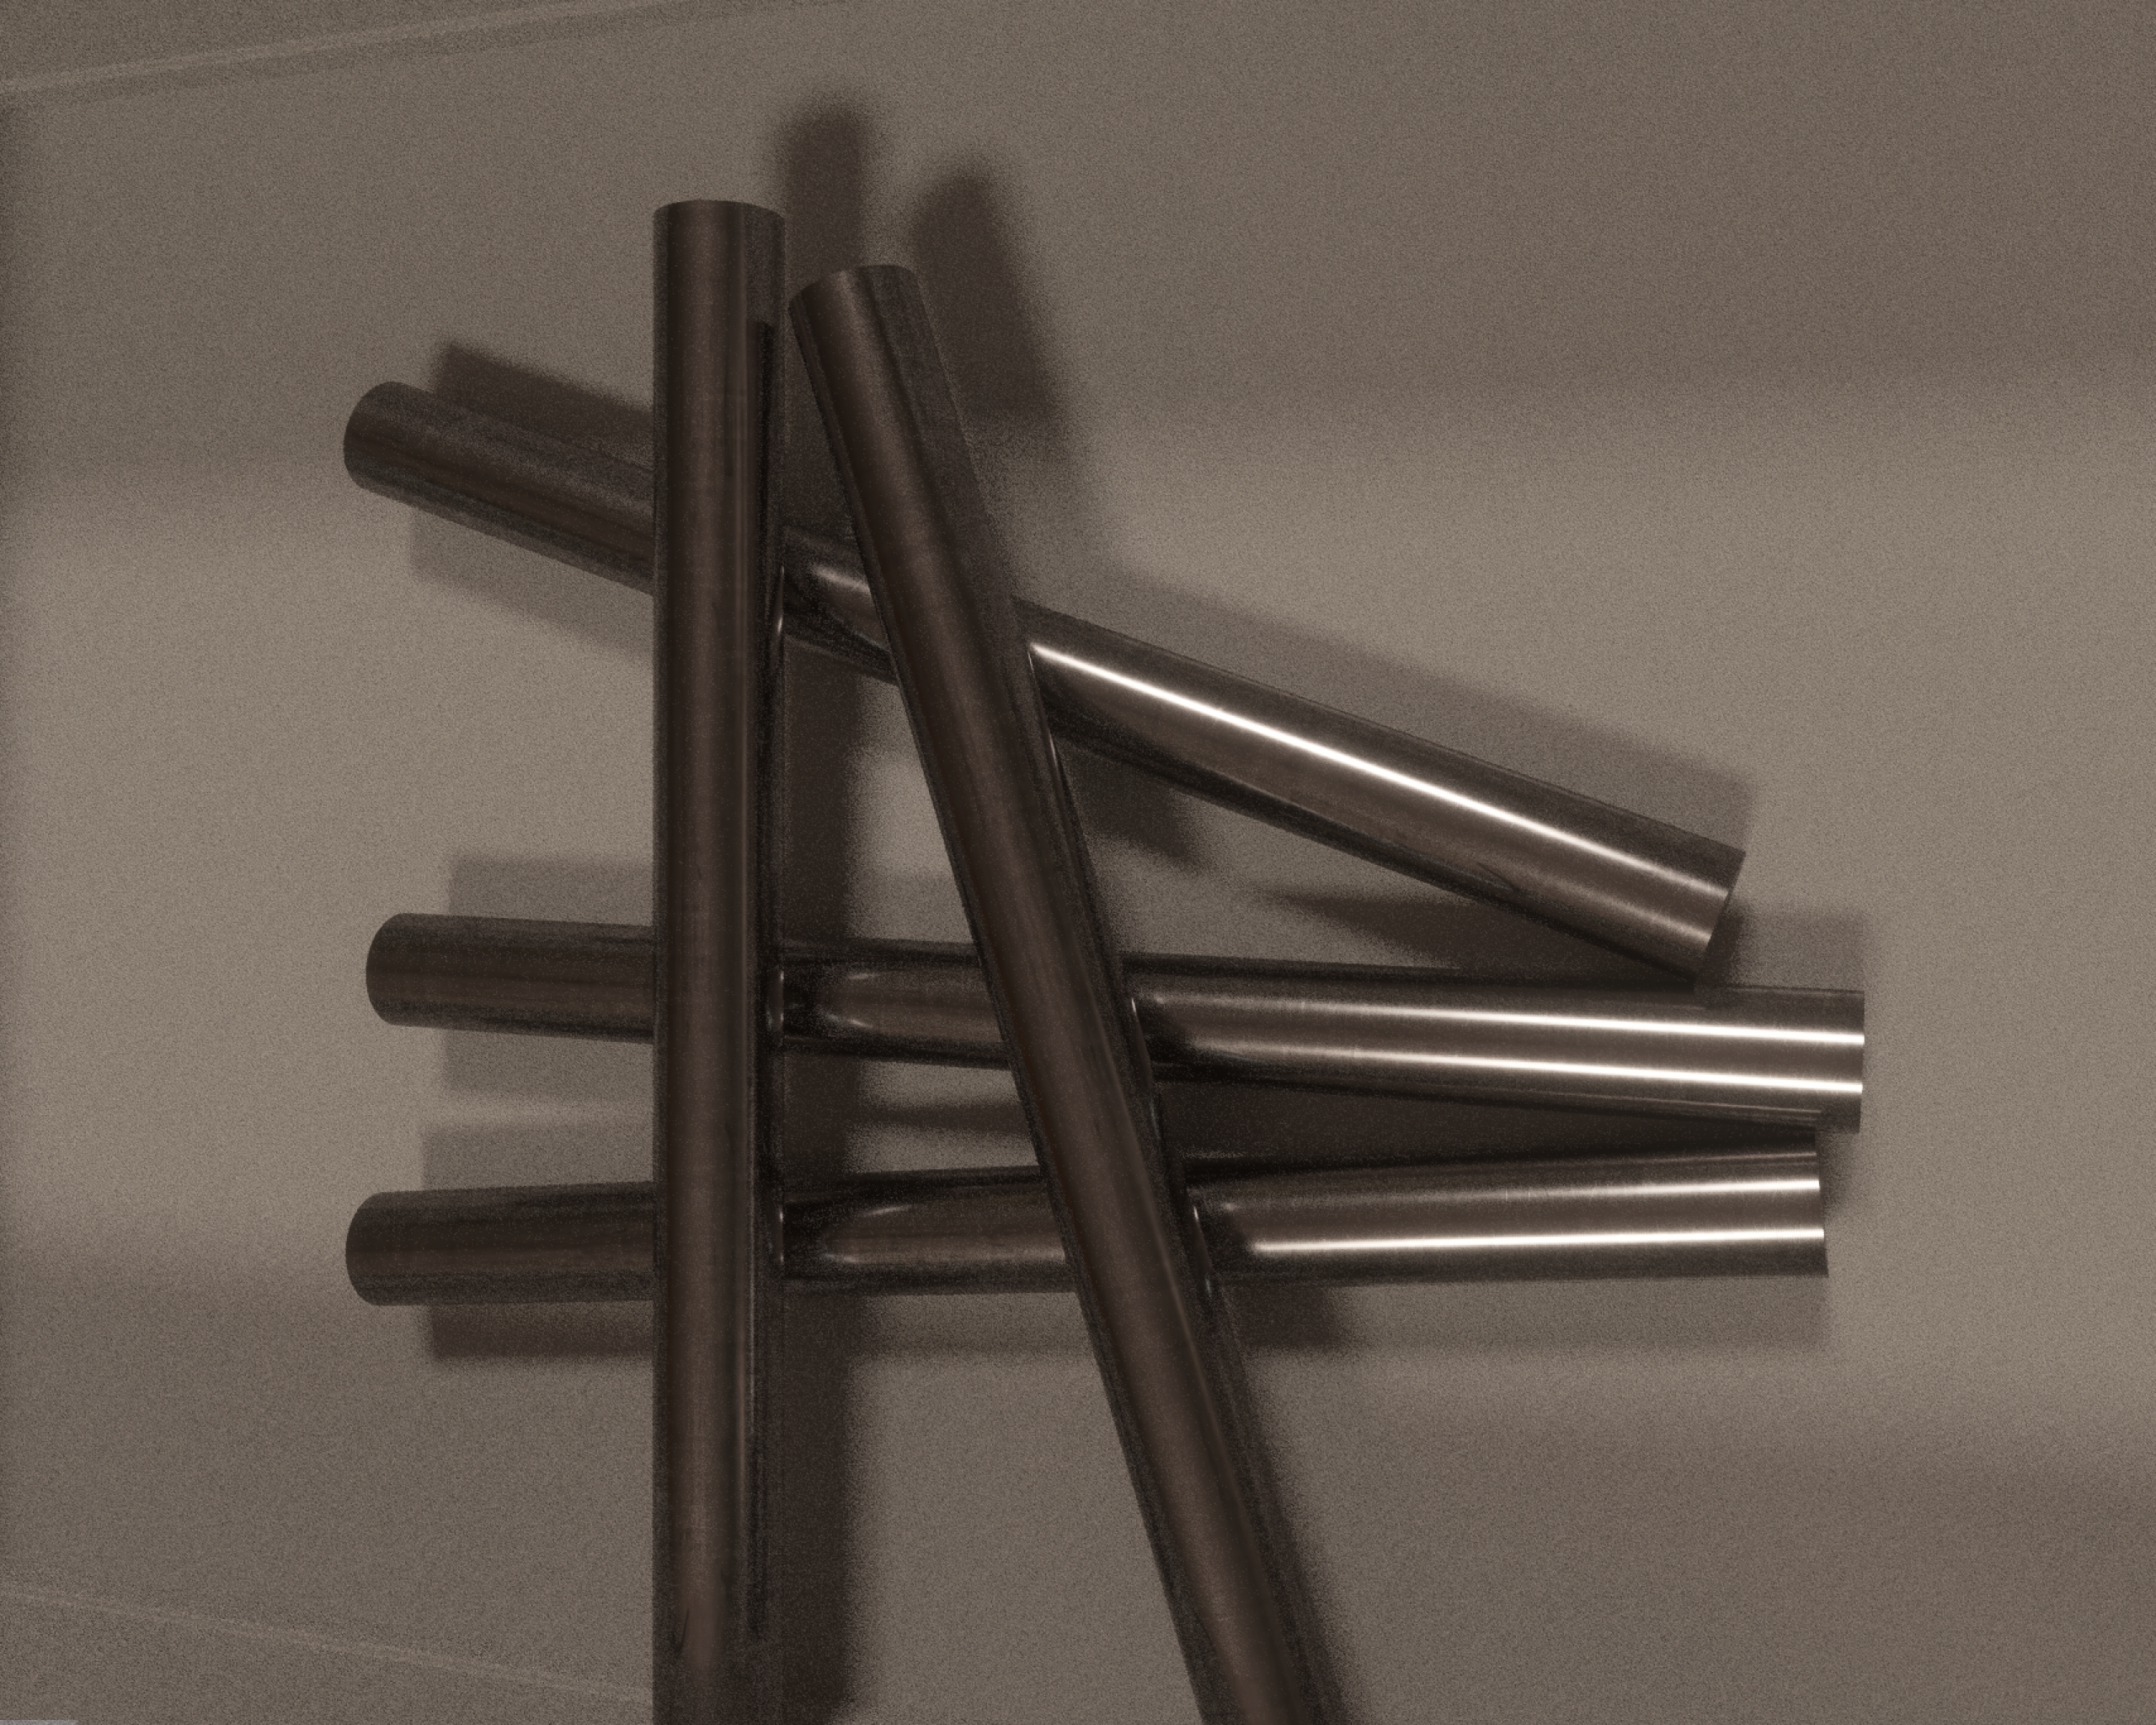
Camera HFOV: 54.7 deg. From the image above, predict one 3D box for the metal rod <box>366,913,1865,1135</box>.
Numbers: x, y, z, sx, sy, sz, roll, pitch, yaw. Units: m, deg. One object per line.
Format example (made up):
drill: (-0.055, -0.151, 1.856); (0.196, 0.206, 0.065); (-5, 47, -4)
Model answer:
metal rod: (-0.007, 0.029, 0.410); (0.301, 0.025, 0.025); (2, 91, 19)

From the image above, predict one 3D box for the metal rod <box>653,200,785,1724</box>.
metal rod: (-0.070, 0.024, 0.405); (0.025, 0.025, 0.298); (0, 90, 19)

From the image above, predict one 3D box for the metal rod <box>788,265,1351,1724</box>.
metal rod: (0.000, 0.034, 0.381); (0.025, 0.025, 0.299); (-19, 84, 19)

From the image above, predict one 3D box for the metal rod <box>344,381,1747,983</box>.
metal rod: (-0.020, -0.042, 0.414); (0.301, 0.025, 0.025); (21, 97, 18)

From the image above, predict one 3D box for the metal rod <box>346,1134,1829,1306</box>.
metal rod: (-0.012, 0.073, 0.412); (0.301, 0.025, 0.025); (-5, 88, 19)
